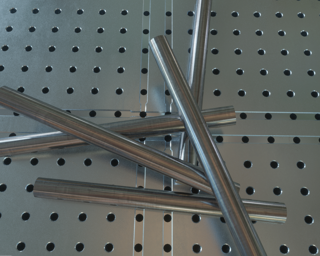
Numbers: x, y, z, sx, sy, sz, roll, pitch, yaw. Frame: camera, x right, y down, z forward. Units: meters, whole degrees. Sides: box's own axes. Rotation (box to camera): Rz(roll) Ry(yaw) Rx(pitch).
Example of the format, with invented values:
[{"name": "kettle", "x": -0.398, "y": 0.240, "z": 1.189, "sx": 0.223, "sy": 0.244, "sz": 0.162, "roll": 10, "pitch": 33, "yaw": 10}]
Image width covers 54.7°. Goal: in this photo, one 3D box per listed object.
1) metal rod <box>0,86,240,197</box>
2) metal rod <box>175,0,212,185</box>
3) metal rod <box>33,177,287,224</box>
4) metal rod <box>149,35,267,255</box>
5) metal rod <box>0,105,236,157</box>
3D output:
[{"name": "metal rod", "x": -0.051, "y": 0.019, "z": 0.366, "sx": 0.301, "sy": 0.025, "sz": 0.025, "roll": 23, "pitch": 72, "yaw": 1}, {"name": "metal rod", "x": 0.051, "y": -0.070, "z": 0.438, "sx": 0.025, "sy": 0.025, "sz": 0.299, "roll": 7, "pitch": 70, "yaw": 2}, {"name": "metal rod", "x": -0.001, "y": 0.088, "z": 0.379, "sx": 0.302, "sy": 0.025, "sz": 0.025, "roll": 6, "pitch": 70, "yaw": 1}, {"name": "metal rod", "x": 0.052, "y": 0.023, "z": 0.350, "sx": 0.025, "sy": 0.025, "sz": 0.299, "roll": -20, "pitch": 74, "yaw": -7}, {"name": "metal rod", "x": -0.057, "y": 0.005, "z": 0.392, "sx": 0.302, "sy": 0.025, "sz": 0.025, "roll": -8, "pitch": 70, "yaw": 3}]
